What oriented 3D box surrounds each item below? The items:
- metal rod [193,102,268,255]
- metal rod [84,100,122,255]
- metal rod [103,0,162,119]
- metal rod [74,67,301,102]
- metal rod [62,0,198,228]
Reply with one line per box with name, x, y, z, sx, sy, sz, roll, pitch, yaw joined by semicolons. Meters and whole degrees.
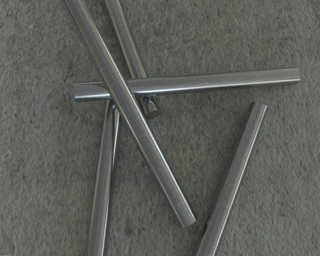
metal rod;0.073;0.100;0.372;0.025;0.025;0.300;23;71;8
metal rod;-0.070;0.099;0.371;0.025;0.025;0.299;4;70;1
metal rod;-0.058;-0.151;0.462;0.025;0.025;0.299;-18;71;-7
metal rod;0.043;-0.059;0.410;0.302;0.025;0.025;-6;70;-10
metal rod;-0.035;-0.020;0.367;0.025;0.025;0.299;-28;91;-10
